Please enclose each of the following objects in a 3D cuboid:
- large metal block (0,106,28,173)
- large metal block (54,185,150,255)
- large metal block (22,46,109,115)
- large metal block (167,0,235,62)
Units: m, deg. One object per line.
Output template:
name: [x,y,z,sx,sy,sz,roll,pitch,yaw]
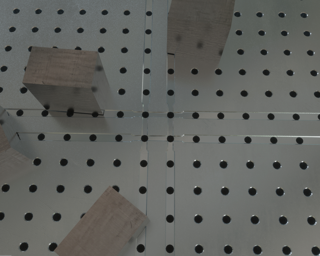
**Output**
large metal block: [-0.229,0.018,0.391,0.080,0.050,0.080,-29,73,-10]
large metal block: [-0.057,0.116,0.340,0.050,0.080,0.080,37,74,12]
large metal block: [-0.117,-0.059,0.404,0.080,0.080,0.050,5,70,2]
large metal block: [0.054,-0.143,0.435,0.080,0.080,0.050,11,71,4]
